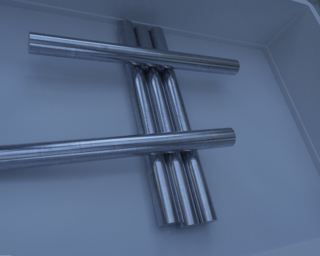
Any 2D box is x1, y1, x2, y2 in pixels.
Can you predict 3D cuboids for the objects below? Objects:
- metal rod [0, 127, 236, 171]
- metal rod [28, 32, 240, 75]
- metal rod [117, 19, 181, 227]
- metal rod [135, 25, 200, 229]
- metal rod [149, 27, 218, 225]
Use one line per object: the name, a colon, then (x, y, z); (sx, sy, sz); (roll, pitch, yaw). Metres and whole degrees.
metal rod: (-0.050, 0.021, 0.341); (0.303, 0.025, 0.025); (-4, 64, -22)
metal rod: (-0.015, -0.097, 0.422); (0.303, 0.025, 0.025); (0, 62, -28)
metal rod: (-0.021, -0.024, 0.408); (0.025, 0.025, 0.299); (1, 61, -28)
metal rod: (0.002, -0.019, 0.417); (0.025, 0.025, 0.299); (1, 61, -28)
metal rod: (0.025, -0.020, 0.429); (0.025, 0.025, 0.299); (1, 61, -28)
